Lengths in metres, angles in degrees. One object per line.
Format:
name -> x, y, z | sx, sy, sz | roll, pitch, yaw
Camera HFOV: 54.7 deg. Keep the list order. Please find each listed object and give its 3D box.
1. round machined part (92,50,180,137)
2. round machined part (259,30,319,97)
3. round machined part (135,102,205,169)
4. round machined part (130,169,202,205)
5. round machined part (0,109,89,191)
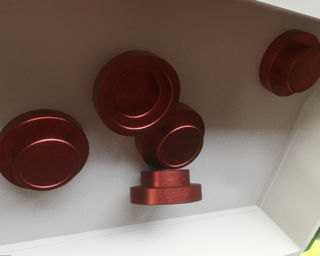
round machined part -> -0.030, -0.042, 0.357 | 0.099, 0.042, 0.097 | -14, 125, -21
round machined part -> 0.199, -0.090, 0.453 | 0.099, 0.042, 0.097 | -14, 125, -21
round machined part -> 0.020, 0.017, 0.421 | 0.099, 0.042, 0.097 | -14, 125, -21
round machined part -> 0.008, 0.079, 0.429 | 0.099, 0.098, 0.042 | 2, 81, -30
round machined part -> -0.128, 0.031, 0.348 | 0.099, 0.042, 0.097 | -14, 125, -21
